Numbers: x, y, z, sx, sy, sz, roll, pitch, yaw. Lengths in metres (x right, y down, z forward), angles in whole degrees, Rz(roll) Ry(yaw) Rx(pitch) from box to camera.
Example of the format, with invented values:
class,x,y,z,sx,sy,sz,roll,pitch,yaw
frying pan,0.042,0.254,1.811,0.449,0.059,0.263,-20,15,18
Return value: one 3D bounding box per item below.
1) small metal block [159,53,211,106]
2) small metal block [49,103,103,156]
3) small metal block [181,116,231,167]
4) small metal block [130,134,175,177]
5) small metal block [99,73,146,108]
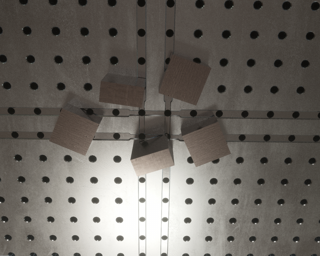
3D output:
class,x,y,z,sx,sy,sz,roll,pitch,yaw
small metal block,0.030,-0.062,0.391,0.050,0.025,0.050,18,109,-7
small metal block,-0.112,0.002,0.413,0.050,0.025,0.050,24,108,-9
small metal block,0.062,0.018,0.421,0.050,0.025,0.050,-23,109,7
small metal block,-0.010,0.035,0.413,0.050,0.050,0.025,-17,109,6
small metal block,-0.045,-0.047,0.382,0.050,0.050,0.025,8,110,-4
